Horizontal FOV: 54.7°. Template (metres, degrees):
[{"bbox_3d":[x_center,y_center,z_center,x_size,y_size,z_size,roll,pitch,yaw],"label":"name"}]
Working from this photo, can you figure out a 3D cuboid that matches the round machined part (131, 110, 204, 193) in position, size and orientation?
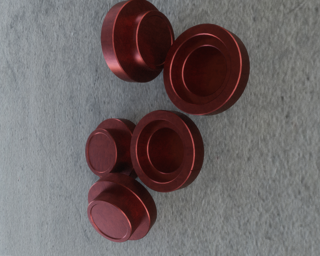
[{"bbox_3d":[0.013,0.027,0.381,0.098,0.042,0.097,0,90,39],"label":"round machined part"}]

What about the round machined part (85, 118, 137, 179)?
[{"bbox_3d":[-0.071,0.034,0.450,0.098,0.042,0.097,0,90,39],"label":"round machined part"}]

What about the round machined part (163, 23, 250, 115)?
[{"bbox_3d":[0.055,-0.063,0.347,0.098,0.042,0.097,0,90,39],"label":"round machined part"}]

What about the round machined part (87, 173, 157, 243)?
[{"bbox_3d":[-0.057,0.112,0.414,0.098,0.042,0.097,12,119,23],"label":"round machined part"}]

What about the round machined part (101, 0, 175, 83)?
[{"bbox_3d":[-0.019,-0.104,0.371,0.042,0.099,0.097,9,96,39],"label":"round machined part"}]
